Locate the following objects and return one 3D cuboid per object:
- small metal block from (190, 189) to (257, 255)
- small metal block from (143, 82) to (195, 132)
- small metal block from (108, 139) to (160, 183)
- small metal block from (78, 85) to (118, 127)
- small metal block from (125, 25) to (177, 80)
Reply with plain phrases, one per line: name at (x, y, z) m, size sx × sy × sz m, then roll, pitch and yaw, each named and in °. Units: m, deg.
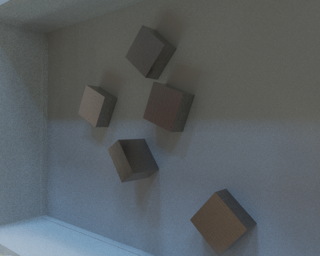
small metal block at (0.070, 0.106, 0.349) m, size 0.050 × 0.025 × 0.050 m, roll 50°, pitch 119°, yaw 28°
small metal block at (0.011, -0.027, 0.398) m, size 0.050 × 0.025 × 0.050 m, roll 27°, pitch 107°, yaw 36°
small metal block at (-0.036, 0.043, 0.420) m, size 0.025 × 0.050 × 0.050 m, roll -41°, pitch 65°, yaw 32°
small metal block at (-0.099, -0.034, 0.489) m, size 0.050 × 0.025 × 0.050 m, roll 33°, pitch 110°, yaw 35°
small metal block at (-0.013, -0.101, 0.418) m, size 0.050 × 0.025 × 0.050 m, roll 49°, pitch 119°, yaw 29°
